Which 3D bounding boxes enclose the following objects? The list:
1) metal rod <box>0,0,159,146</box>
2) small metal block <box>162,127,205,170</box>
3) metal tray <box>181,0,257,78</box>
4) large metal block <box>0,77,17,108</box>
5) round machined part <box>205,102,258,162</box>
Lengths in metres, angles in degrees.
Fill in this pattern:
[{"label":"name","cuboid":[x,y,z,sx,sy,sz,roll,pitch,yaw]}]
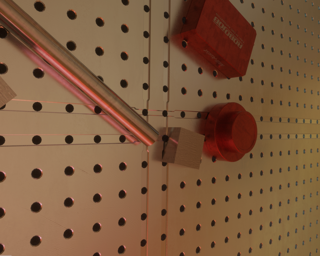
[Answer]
[{"label":"metal rod","cuboid":[-0.105,-0.073,0.321,0.300,0.025,0.025,42,64,-32]},{"label":"small metal block","cuboid":[0.034,0.029,0.440,0.050,0.025,0.050,19,78,-39]},{"label":"metal tray","cuboid":[0.098,-0.149,0.490,0.131,0.030,0.090,30,72,-36]},{"label":"large metal block","cuboid":[-0.180,-0.032,0.243,0.080,0.050,0.080,-49,119,-29]},{"label":"round machined part","cuboid":[0.121,0.007,0.503,0.099,0.042,0.097,0,90,-40]}]
